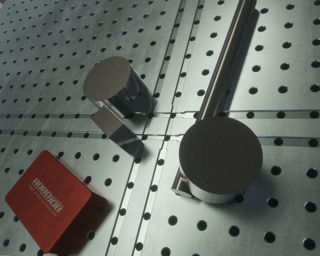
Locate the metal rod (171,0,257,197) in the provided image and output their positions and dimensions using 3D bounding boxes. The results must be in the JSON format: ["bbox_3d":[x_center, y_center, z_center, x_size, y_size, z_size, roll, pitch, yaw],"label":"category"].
[{"bbox_3d":[0.077,-0.057,0.402,0.025,0.025,0.300,9,66,32],"label":"metal rod"}]

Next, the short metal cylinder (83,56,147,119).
[{"bbox_3d":[-0.067,-0.060,0.464,0.080,0.050,0.080,-13,56,21],"label":"short metal cylinder"}]

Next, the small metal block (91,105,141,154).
[{"bbox_3d":[-0.060,0.002,0.422,0.025,0.050,0.050,-46,51,-4],"label":"small metal block"}]

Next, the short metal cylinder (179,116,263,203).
[{"bbox_3d":[0.060,0.034,0.323,0.080,0.050,0.080,-1,67,4],"label":"short metal cylinder"}]

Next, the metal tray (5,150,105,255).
[{"bbox_3d":[-0.146,0.097,0.422,0.130,0.030,0.090,29,78,37],"label":"metal tray"}]
